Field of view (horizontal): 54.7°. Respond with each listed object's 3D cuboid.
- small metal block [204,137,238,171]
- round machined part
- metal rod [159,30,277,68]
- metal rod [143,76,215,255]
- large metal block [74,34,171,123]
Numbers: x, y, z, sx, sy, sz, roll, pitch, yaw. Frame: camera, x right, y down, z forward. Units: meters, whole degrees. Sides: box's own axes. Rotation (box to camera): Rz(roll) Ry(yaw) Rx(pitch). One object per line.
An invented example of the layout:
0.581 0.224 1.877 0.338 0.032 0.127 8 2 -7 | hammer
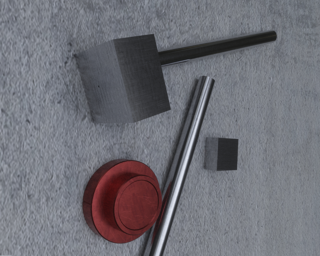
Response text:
0.097 0.041 0.489 0.050 0.025 0.050 5 87 -40 | small metal block
-0.037 0.087 0.365 0.099 0.042 0.097 0 90 -40 | round machined part
0.097 -0.128 0.488 0.302 0.025 0.025 -21 104 -38 | metal rod
0.025 0.065 0.427 0.025 0.025 0.299 30 71 -36 | metal rod
-0.042 -0.050 0.336 0.050 0.080 0.079 -22 104 -38 | large metal block
